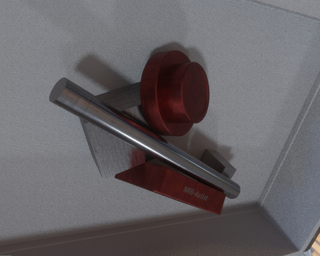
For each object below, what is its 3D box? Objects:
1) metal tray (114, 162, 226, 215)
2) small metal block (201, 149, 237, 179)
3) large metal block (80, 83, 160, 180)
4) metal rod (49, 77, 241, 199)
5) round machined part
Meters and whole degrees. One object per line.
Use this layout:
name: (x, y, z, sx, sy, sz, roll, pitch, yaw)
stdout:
metal tray: (0.016, 0.079, 0.419, 0.131, 0.090, 0.030, 29, 75, -39)
small metal block: (0.083, 0.069, 0.481, 0.025, 0.050, 0.050, 16, 110, -35)
large metal block: (-0.046, 0.002, 0.368, 0.081, 0.050, 0.079, -21, 127, -17)
metal rod: (0.009, 0.030, 0.365, 0.301, 0.025, 0.025, 33, 100, -39)
round machined part: (0.023, -0.039, 0.352, 0.099, 0.042, 0.097, -2, 93, -57)
